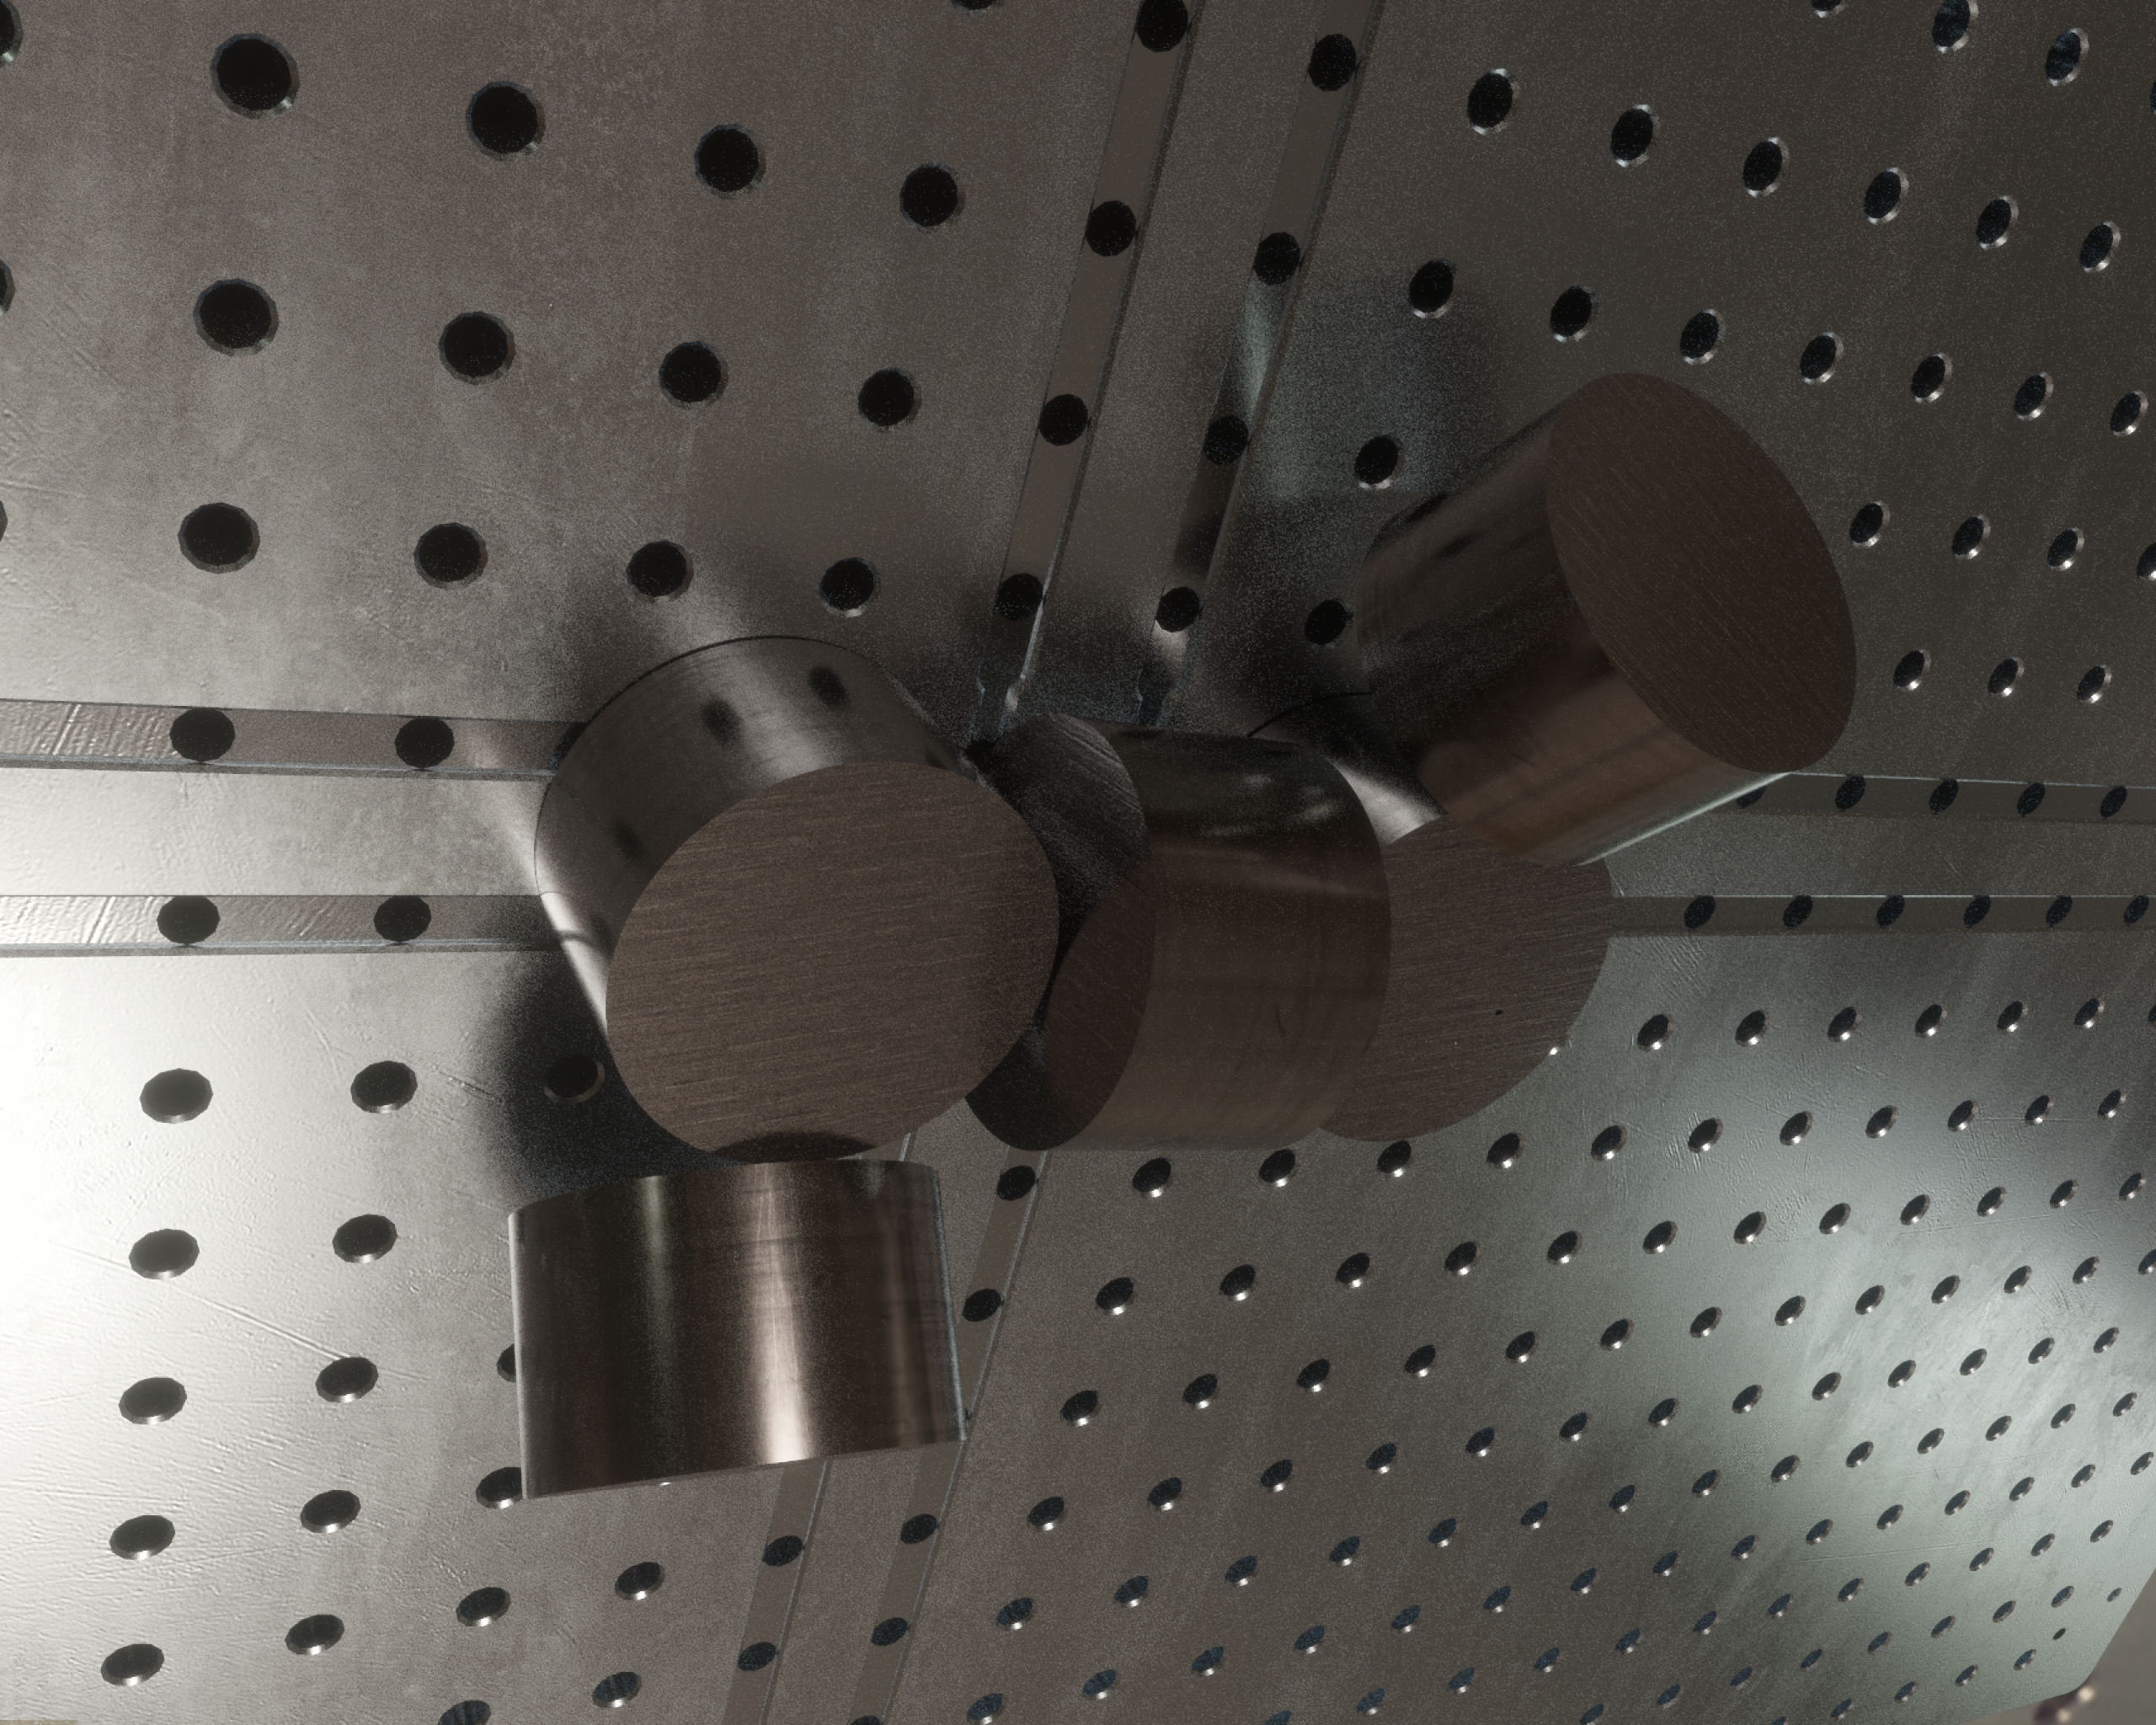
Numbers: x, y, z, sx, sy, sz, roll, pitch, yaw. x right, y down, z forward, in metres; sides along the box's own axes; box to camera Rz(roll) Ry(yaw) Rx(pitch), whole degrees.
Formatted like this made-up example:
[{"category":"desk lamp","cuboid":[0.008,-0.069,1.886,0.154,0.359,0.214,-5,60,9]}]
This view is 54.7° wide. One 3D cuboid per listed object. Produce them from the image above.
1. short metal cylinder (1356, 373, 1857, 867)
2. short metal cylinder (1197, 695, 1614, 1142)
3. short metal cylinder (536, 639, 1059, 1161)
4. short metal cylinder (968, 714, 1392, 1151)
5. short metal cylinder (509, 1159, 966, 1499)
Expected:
[{"category":"short metal cylinder","cuboid":[0.100,-0.045,0.396,0.081,0.080,0.050,9,156,-33]},{"category":"short metal cylinder","cuboid":[0.064,0.011,0.438,0.081,0.050,0.079,-14,125,-21]},{"category":"short metal cylinder","cuboid":[-0.050,0.007,0.372,0.081,0.050,0.079,-14,125,-21]},{"category":"short metal cylinder","cuboid":[0.014,0.014,0.393,0.050,0.080,0.079,5,116,-31]},{"category":"short metal cylinder","cuboid":[-0.063,0.088,0.389,0.081,0.050,0.080,-7,164,-2]}]
